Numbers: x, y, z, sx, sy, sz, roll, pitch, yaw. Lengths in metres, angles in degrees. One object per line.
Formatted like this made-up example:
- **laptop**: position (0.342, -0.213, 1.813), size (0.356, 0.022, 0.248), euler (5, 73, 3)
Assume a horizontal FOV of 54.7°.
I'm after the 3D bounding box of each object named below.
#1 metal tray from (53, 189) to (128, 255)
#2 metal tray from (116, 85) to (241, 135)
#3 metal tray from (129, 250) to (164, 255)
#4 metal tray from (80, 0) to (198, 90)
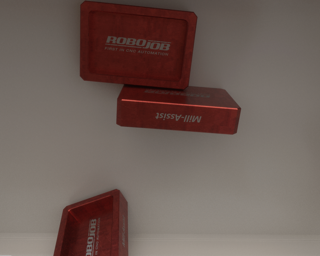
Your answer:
- **metal tray**: position (-0.089, 0.148, 0.407), size (0.090, 0.130, 0.030), euler (-20, 123, 7)
- **metal tray**: position (0.019, -0.027, 0.367), size (0.131, 0.090, 0.030), euler (4, 111, -2)
- **metal tray**: position (-0.061, 0.243, 0.500), size (0.131, 0.030, 0.089), euler (1, 110, -1)
- **metal tray**: position (-0.027, -0.098, 0.372), size (0.131, 0.030, 0.089), euler (5, 110, -3)
